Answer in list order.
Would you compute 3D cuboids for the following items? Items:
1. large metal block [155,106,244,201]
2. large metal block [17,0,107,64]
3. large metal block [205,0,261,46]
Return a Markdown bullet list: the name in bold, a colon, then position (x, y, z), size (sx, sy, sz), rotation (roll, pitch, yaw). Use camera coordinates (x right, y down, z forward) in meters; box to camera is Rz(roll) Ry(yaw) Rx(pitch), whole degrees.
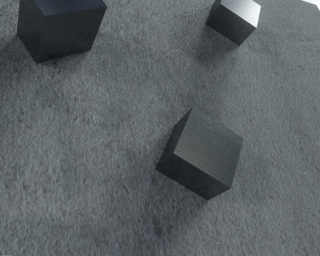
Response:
- **large metal block**: position (0.052, 0.033, 0.398), size (0.080, 0.050, 0.080), rotation (32, 51, -8)
- **large metal block**: position (-0.123, -0.133, 0.384), size (0.081, 0.080, 0.050), rotation (-27, 77, -37)
- **large metal block**: position (0.143, -0.220, 0.602), size (0.080, 0.050, 0.080), rotation (29, 52, -10)
